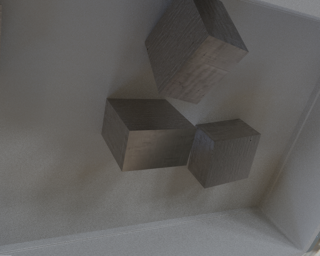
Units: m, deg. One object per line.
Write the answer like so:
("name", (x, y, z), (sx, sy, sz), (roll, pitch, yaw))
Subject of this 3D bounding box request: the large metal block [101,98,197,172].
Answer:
("large metal block", (-0.016, 0.004, 0.367), (0.081, 0.080, 0.050), (-2, 119, -28))

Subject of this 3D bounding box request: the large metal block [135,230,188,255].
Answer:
("large metal block", (0.002, 0.230, 0.519), (0.050, 0.080, 0.080), (14, 111, -34))

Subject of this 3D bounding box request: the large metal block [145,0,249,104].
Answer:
("large metal block", (0.033, -0.084, 0.321), (0.050, 0.080, 0.080), (11, 139, -33))

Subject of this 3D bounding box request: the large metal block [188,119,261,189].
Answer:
("large metal block", (0.095, 0.037, 0.467), (0.081, 0.050, 0.079), (-8, 122, -24))
